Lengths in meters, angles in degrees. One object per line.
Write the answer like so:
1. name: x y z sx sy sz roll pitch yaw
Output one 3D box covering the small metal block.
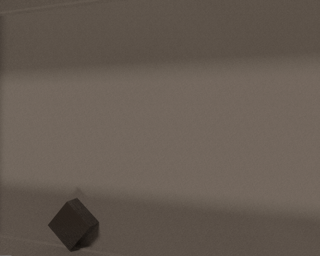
1. small metal block: -0.127 0.140 0.454 0.050 0.025 0.050 43 103 14
